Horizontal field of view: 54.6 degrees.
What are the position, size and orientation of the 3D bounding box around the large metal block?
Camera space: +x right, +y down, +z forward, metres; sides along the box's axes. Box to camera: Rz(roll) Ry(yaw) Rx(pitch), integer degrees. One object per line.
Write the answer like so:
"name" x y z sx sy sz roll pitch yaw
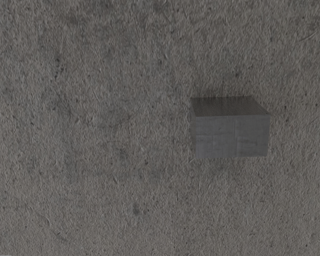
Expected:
"large metal block" 0.080 -0.004 0.380 0.080 0.080 0.050 -2 110 1
